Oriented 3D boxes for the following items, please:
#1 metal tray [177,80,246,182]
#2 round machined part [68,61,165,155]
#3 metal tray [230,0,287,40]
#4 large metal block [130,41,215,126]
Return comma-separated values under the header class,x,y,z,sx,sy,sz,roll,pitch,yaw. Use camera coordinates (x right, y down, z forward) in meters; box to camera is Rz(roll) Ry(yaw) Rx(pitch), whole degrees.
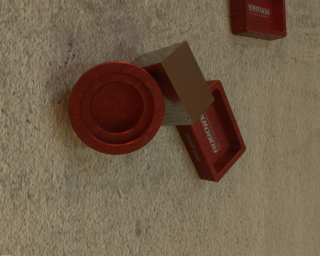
class,x,y,z,sx,sy,sz,roll,pitch,yaw
metal tray,0.076,0.004,0.467,0.091,0.030,0.129,-40,114,-33
round machined part,-0.048,-0.023,0.338,0.099,0.042,0.097,-3,104,-14
metal tray,0.178,-0.209,0.553,0.131,0.030,0.089,-7,95,-40
large metal block,0.006,-0.049,0.374,0.050,0.080,0.080,-47,119,-34
